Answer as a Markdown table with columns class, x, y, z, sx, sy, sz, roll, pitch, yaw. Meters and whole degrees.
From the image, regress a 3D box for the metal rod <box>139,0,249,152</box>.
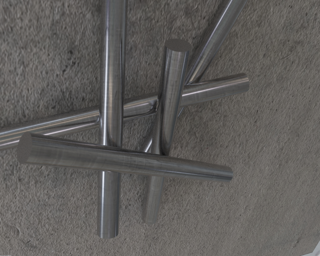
| class | x | y | z | sx | sy | sz | roll | pitch | yaw |
| --- | --- | --- | --- | --- | --- | --- | --- | --- | --- |
| metal rod | 0.046 | -0.075 | 0.385 | 0.025 | 0.025 | 0.298 | 19 | 108 | -36 |

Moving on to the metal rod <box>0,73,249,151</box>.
| class | x | y | z | sx | sy | sz | roll | pitch | yaw |
| --- | --- | --- | --- | --- | --- | --- | --- | --- | --- |
| metal rod | -0.038 | -0.021 | 0.351 | 0.302 | 0.025 | 0.025 | -14 | 125 | -13 |

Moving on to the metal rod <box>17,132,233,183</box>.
| class | x | y | z | sx | sy | sz | roll | pitch | yaw |
| --- | --- | --- | --- | --- | --- | --- | --- | --- | --- |
| metal rod | -0.004 | 0.042 | 0.348 | 0.302 | 0.025 | 0.025 | 15 | 111 | -46 |

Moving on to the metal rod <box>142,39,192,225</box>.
| class | x | y | z | sx | sy | sz | roll | pitch | yaw |
| --- | --- | --- | --- | --- | --- | --- | --- | --- | --- |
| metal rod | 0.000 | 0.032 | 0.385 | 0.025 | 0.025 | 0.298 | -13 | 137 | -22 |

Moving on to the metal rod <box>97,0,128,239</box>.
| class | x | y | z | sx | sy | sz | roll | pitch | yaw |
| --- | --- | --- | --- | --- | --- | --- | --- | --- | --- |
| metal rod | -0.050 | -0.024 | 0.319 | 0.025 | 0.025 | 0.298 | -3 | 106 | -27 |
